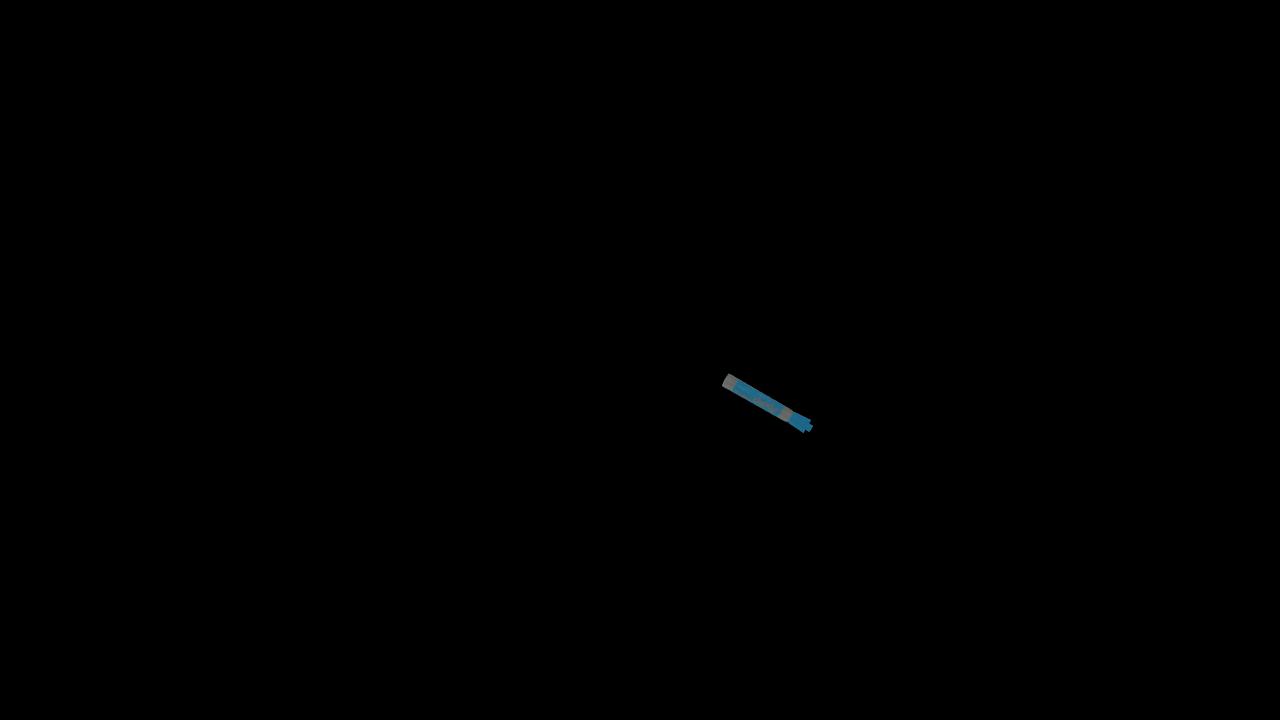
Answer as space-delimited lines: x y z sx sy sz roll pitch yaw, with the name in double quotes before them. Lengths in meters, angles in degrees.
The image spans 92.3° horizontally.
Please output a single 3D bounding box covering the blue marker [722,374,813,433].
"blue marker" 0.159 0.054 0.764 0.121 0.020 0.020 30 8 14
